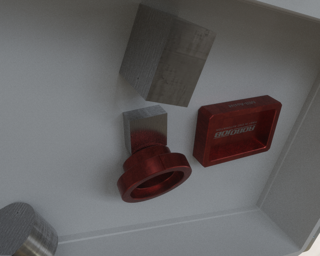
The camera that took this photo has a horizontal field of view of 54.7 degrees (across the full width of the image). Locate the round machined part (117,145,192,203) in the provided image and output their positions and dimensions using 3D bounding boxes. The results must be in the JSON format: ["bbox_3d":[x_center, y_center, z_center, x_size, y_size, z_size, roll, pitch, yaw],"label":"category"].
[{"bbox_3d":[-0.011,0.058,0.413,0.099,0.042,0.098,-20,153,-10],"label":"round machined part"}]

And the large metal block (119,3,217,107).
[{"bbox_3d":[0.004,-0.078,0.328,0.050,0.080,0.079,7,115,-32],"label":"large metal block"}]

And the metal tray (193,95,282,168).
[{"bbox_3d":[0.118,0.004,0.474,0.131,0.030,0.089,-11,123,-23],"label":"metal tray"}]

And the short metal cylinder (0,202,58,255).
[{"bbox_3d":[-0.170,0.136,0.365,0.080,0.080,0.050,-31,129,-9],"label":"short metal cylinder"}]

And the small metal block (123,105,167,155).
[{"bbox_3d":[-0.019,0.002,0.401,0.050,0.025,0.050,-14,124,-21],"label":"small metal block"}]
